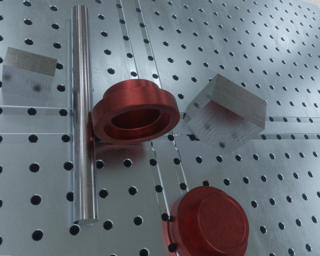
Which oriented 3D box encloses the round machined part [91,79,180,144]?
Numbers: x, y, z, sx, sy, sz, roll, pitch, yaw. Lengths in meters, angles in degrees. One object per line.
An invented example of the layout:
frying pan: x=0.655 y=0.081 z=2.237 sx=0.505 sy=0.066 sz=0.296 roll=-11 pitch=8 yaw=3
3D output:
round machined part: x=-0.029 y=-0.021 z=0.358 sx=0.099 sy=0.097 sz=0.042 roll=1 pitch=61 yaw=-28

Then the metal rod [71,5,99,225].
metal rod: x=-0.094 y=-0.037 z=0.379 sx=0.025 sy=0.025 sz=0.299 roll=5 pitch=59 yaw=-26

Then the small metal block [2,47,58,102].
small metal block: x=-0.147 y=-0.059 z=0.349 sx=0.050 sy=0.050 sz=0.025 roll=12 pitch=57 yaw=-22

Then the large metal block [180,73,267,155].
large metal block: x=0.087 y=-0.016 z=0.430 sx=0.080 sy=0.080 sz=0.050 roll=28 pitch=52 yaw=-11

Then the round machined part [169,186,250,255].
round machined part: x=0.064 y=0.114 z=0.362 sx=0.099 sy=0.042 sz=0.098 roll=14 pitch=56 yaw=-21
